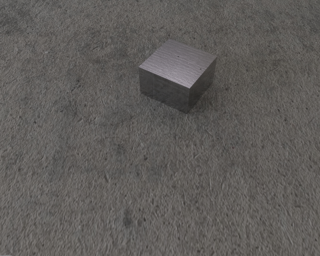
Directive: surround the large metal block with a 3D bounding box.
[{"bbox_3d":[0.026,-0.077,0.452,0.080,0.050,0.080,26,55,20],"label":"large metal block"}]
